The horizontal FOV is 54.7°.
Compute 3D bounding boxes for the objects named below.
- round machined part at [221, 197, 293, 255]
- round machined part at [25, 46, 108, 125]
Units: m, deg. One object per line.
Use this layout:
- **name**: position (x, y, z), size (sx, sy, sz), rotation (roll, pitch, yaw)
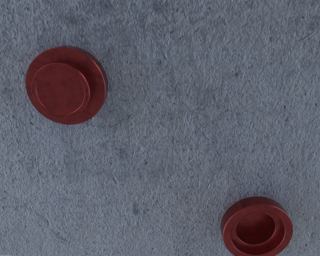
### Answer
- **round machined part**: position (0.138, 0.142, 0.454), size (0.099, 0.042, 0.097), rotation (0, 110, 0)
- **round machined part**: position (-0.116, -0.049, 0.381), size (0.099, 0.042, 0.097), rotation (0, 110, 0)
